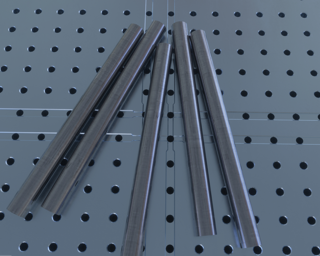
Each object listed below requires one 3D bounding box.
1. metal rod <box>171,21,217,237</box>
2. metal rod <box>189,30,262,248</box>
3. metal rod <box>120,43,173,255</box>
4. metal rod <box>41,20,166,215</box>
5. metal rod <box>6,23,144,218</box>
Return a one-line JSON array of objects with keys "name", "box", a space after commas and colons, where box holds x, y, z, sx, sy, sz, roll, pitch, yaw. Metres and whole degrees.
[{"name": "metal rod", "box": [0.042, -0.013, 0.417, 0.025, 0.025, 0.299, -5, 70, -2]}, {"name": "metal rod", "box": [0.081, 0.000, 0.412, 0.025, 0.025, 0.299, -9, 70, -3]}, {"name": "metal rod", "box": [-0.014, 0.021, 0.404, 0.025, 0.025, 0.299, 8, 70, 3]}, {"name": "metal rod", "box": [-0.067, -0.027, 0.421, 0.025, 0.025, 0.300, 25, 72, 8]}, {"name": "metal rod", "box": [-0.104, -0.023, 0.419, 0.025, 0.025, 0.300, 26, 72, 9]}]
